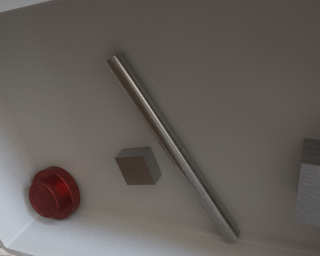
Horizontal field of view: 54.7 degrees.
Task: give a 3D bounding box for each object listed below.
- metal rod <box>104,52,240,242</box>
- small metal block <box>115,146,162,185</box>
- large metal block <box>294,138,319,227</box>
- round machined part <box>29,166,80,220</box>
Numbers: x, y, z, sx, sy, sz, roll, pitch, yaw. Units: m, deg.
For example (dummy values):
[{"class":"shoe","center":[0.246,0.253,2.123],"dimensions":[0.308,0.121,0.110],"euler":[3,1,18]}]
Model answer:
[{"class":"metal rod","center":[0.023,0.034,0.415],"dimensions":[0.025,0.025,0.299],"euler":[-25,106,36]},{"class":"small metal block","center":[-0.032,0.057,0.459],"dimensions":[0.050,0.025,0.050],"euler":[-7,115,31]},{"class":"large metal block","center":[0.192,0.062,0.330],"dimensions":[0.080,0.050,0.079],"euler":[7,122,24]},{"class":"round machined part","center":[-0.196,0.122,0.559],"dimensions":[0.098,0.042,0.097],"euler":[8,108,25]}]
